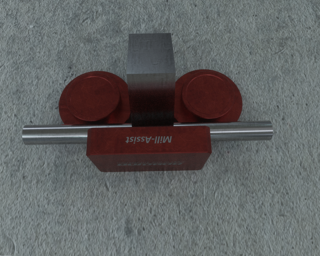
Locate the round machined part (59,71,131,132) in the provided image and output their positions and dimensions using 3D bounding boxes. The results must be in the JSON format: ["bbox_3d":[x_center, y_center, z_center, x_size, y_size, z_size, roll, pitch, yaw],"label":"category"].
[{"bbox_3d":[-0.085,-0.034,0.410,0.099,0.042,0.098,0,70,-1],"label":"round machined part"}]

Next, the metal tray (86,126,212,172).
[{"bbox_3d":[-0.012,0.027,0.364,0.131,0.090,0.030,-1,70,-1],"label":"metal tray"}]

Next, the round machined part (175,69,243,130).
[{"bbox_3d":[0.061,-0.037,0.414,0.099,0.042,0.098,0,70,-1],"label":"round machined part"}]

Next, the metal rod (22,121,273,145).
[{"bbox_3d":[-0.014,0.006,0.385,0.302,0.025,0.025,-1,70,-1],"label":"metal rod"}]

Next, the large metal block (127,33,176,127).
[{"bbox_3d":[-0.010,-0.057,0.373,0.050,0.080,0.080,-2,47,-2],"label":"large metal block"}]
